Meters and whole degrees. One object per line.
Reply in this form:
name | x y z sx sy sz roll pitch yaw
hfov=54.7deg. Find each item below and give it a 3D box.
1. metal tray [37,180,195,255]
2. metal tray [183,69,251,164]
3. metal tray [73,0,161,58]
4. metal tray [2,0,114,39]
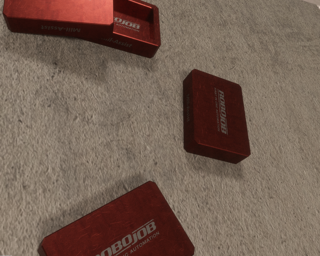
metal tray | -0.039 0.120 0.307 0.131 0.030 0.090 -23 74 -37
metal tray | 0.081 -0.019 0.458 0.091 0.030 0.130 15 55 -20
metal tray | -0.066 -0.163 0.465 0.131 0.030 0.090 11 57 -23
metal tray | -0.128 -0.167 0.407 0.131 0.030 0.090 1 69 -13
